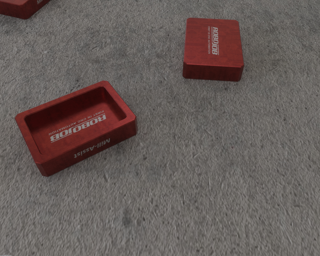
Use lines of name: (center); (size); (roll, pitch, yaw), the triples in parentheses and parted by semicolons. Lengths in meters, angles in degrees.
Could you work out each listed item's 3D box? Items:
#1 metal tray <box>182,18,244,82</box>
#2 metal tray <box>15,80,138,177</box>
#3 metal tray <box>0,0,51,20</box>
metal tray: (0.086, -0.133, 0.512); (0.091, 0.030, 0.130); (4, 50, 3)
metal tray: (-0.107, -0.005, 0.402); (0.131, 0.030, 0.090); (-26, 55, -20)
metal tray: (-0.273, -0.273, 0.628); (0.090, 0.030, 0.130); (16, 52, 13)
